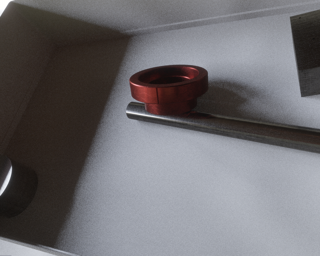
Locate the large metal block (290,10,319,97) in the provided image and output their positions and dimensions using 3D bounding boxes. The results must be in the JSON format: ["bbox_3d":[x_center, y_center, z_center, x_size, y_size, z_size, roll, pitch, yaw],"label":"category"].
[{"bbox_3d":[0.193,-0.087,0.342,0.080,0.050,0.080,-8,58,23],"label":"large metal block"}]

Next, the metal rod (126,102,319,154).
[{"bbox_3d":[0.085,-0.001,0.360,0.300,0.025,0.025,11,67,32],"label":"metal rod"}]

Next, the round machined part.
[{"bbox_3d":[0.012,-0.048,0.396,0.099,0.042,0.098,-5,25,3],"label":"round machined part"}]

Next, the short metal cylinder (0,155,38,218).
[{"bbox_3d":[-0.230,0.086,0.455,0.080,0.050,0.080,-13,56,20],"label":"short metal cylinder"}]
